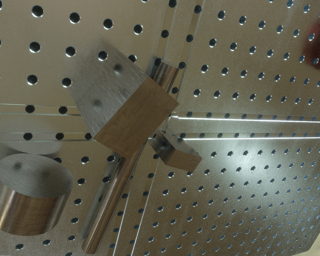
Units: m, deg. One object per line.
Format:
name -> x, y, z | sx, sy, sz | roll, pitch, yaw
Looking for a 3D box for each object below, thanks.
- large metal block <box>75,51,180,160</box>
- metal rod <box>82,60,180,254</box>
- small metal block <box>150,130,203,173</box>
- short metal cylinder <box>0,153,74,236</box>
large metal block -> -0.039, -0.027, 0.339 | 0.080, 0.080, 0.050 | -48, 129, 5
metal rod -> -0.046, 0.052, 0.419 | 0.025, 0.025, 0.298 | 12, 112, -34
small metal block -> 0.022, 0.033, 0.429 | 0.050, 0.050, 0.025 | 21, 107, -36
short metal cylinder -> -0.143, 0.071, 0.342 | 0.081, 0.080, 0.050 | 13, 112, -34
